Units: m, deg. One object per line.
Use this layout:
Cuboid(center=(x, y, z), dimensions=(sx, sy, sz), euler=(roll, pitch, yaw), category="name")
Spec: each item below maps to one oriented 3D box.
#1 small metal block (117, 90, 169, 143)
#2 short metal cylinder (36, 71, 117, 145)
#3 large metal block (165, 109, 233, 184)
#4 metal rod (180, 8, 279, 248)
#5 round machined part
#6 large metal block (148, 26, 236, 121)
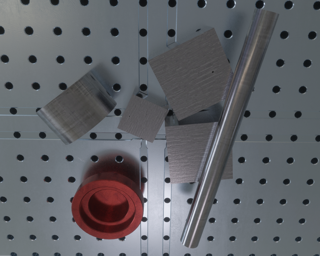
Cuboid(center=(-0.022, -0.015, 0.407), dimensions=(0.050, 0.025, 0.050), euler=(24, 108, -9), category="small metal block")
Cuboid(center=(-0.100, -0.025, 0.374), dimensions=(0.080, 0.080, 0.050), euler=(-35, 107, 12), category="short metal cylinder")
Cuboid(center=(0.050, 0.023, 0.409), dimensions=(0.080, 0.050, 0.079), euler=(-5, 110, 2), category="large metal block")
Cuboid(center=(0.074, 0.017, 0.366), dimensions=(0.025, 0.025, 0.298), euler=(13, 110, -5), category="metal rod")
Cuboid(center=(-0.072, 0.106, 0.443), dimensions=(0.099, 0.042, 0.097), euler=(0, 110, 0), category="round machined part")
Cuboid(center=(0.040, -0.067, 0.376), dimensions=(0.080, 0.050, 0.080), euler=(-25, 108, 9), category="large metal block")
